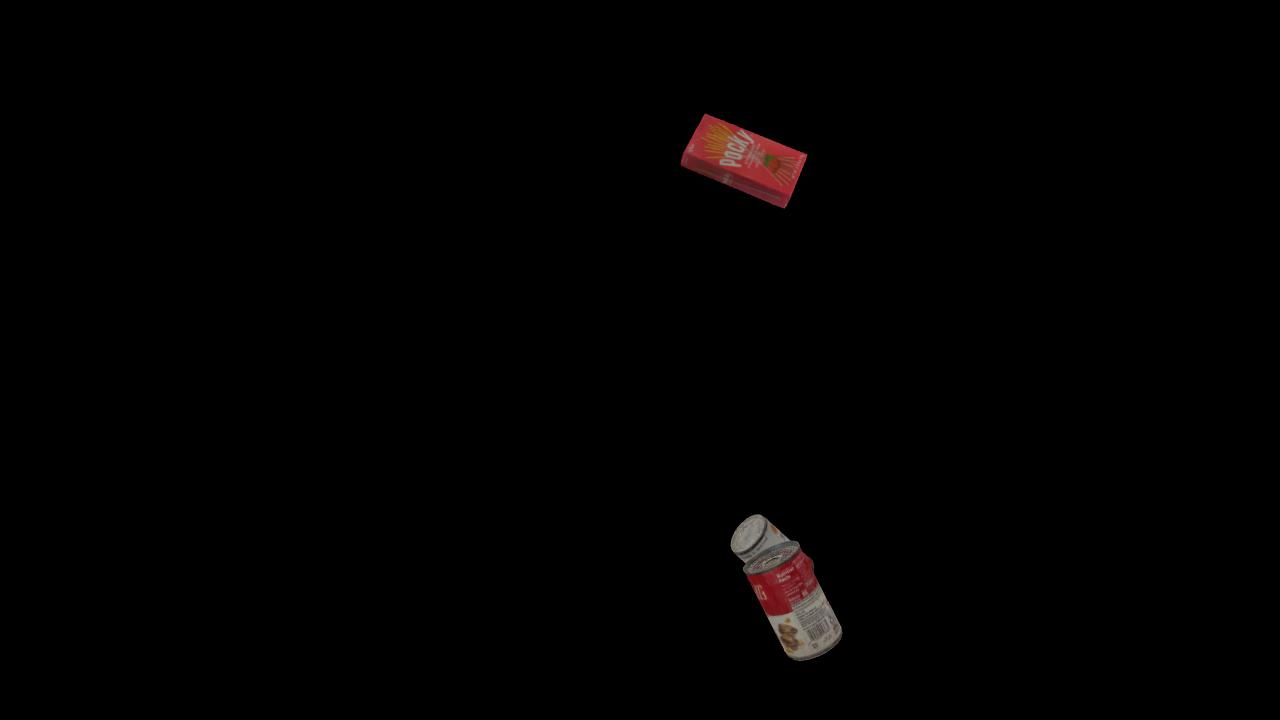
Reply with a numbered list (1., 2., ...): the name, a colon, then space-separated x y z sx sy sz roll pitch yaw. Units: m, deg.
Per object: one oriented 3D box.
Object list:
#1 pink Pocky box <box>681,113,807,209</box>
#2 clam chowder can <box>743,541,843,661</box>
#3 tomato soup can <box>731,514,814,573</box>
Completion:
1. pink Pocky box: 0.141 -0.270 0.831 0.155 0.084 0.029 24 -26 4
2. clam chowder can: 0.164 0.257 0.660 0.068 0.102 0.068 -27 -5 -2
3. tomato soup can: 0.185 0.273 0.863 0.101 0.068 0.068 44 -10 -11
